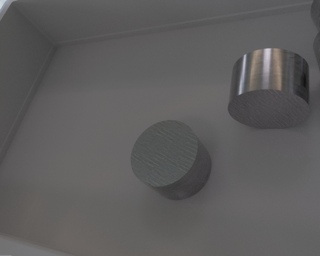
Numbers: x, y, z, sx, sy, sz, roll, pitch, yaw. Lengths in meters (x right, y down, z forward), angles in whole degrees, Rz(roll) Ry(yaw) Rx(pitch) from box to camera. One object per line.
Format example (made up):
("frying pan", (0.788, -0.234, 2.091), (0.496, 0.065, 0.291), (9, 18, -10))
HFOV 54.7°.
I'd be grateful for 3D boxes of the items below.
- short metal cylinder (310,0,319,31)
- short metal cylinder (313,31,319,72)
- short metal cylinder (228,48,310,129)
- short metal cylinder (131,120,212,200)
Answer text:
("short metal cylinder", (0.213, -0.124, 0.334), (0.080, 0.080, 0.050), (-18, 55, 18))
("short metal cylinder", (0.202, -0.073, 0.309), (0.080, 0.080, 0.050), (-11, 57, 22))
("short metal cylinder", (0.117, -0.039, 0.333), (0.080, 0.080, 0.050), (-2, 61, 27))
("short metal cylinder", (0.014, 0.038, 0.360), (0.080, 0.050, 0.080), (-13, 56, 21))
